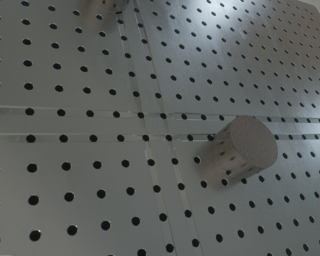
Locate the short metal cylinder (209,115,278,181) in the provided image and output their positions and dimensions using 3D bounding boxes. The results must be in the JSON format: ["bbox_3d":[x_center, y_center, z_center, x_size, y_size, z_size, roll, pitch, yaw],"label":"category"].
[{"bbox_3d":[0.118,0.029,0.441,0.081,0.050,0.080,14,56,-21],"label":"short metal cylinder"}]

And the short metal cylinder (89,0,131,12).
[{"bbox_3d":[-0.079,-0.233,0.494,0.081,0.050,0.080,14,56,-21],"label":"short metal cylinder"}]
